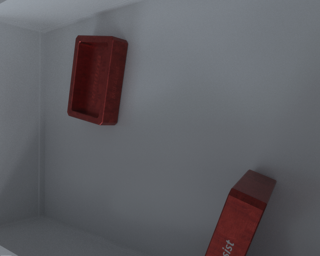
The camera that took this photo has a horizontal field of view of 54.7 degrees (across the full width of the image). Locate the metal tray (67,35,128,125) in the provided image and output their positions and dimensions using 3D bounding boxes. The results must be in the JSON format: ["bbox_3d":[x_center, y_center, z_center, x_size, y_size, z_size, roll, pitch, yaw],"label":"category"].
[{"bbox_3d":[-0.099,-0.075,0.482,0.090,0.030,0.129,15,99,38],"label":"metal tray"}]

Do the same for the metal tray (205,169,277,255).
[{"bbox_3d":[0.071,0.112,0.300,0.030,0.090,0.129,23,103,23],"label":"metal tray"}]
